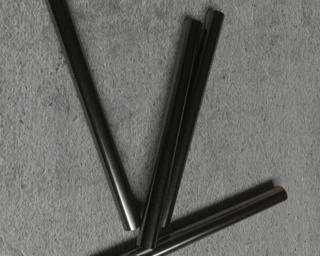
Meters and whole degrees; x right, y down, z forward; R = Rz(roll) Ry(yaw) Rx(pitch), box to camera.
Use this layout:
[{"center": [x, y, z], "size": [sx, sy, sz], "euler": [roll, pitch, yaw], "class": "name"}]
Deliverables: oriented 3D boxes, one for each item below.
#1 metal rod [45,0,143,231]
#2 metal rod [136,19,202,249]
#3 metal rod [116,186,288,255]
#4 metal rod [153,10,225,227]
[{"center": [-0.079, -0.016, 0.379], "size": [0.025, 0.025, 0.298], "euler": [-20, 97, -19], "class": "metal rod"}, {"center": [0.014, 0.001, 0.403], "size": [0.025, 0.025, 0.299], "euler": [15, 81, -20], "class": "metal rod"}, {"center": [0.051, 0.142, 0.427], "size": [0.302, 0.025, 0.025], "euler": [-17, 96, -19], "class": "metal rod"}, {"center": [0.040, -0.017, 0.423], "size": [0.025, 0.025, 0.299], "euler": [17, 84, -19], "class": "metal rod"}]
